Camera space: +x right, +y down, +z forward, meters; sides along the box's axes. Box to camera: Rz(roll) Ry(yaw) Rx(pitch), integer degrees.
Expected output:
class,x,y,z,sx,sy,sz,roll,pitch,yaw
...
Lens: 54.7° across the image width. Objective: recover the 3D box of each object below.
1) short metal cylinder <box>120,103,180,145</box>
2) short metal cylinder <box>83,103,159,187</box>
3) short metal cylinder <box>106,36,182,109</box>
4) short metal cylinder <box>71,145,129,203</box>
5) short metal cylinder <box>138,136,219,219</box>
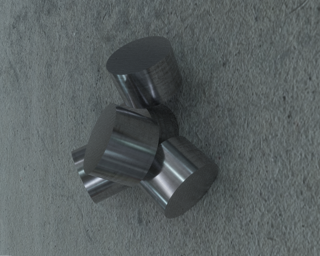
class,x,y,z,sx,sy,sz,roll,pitch,yaw
short metal cylinder,-0.022,0.006,0.408,0.080,0.050,0.080,0,89,39
short metal cylinder,-0.044,0.019,0.339,0.080,0.050,0.080,-45,33,41
short metal cylinder,-0.018,-0.069,0.378,0.080,0.080,0.050,18,145,38
short metal cylinder,-0.082,0.058,0.431,0.080,0.050,0.080,61,169,22
short metal cylinder,0.020,0.056,0.354,0.050,0.081,0.080,42,115,32
